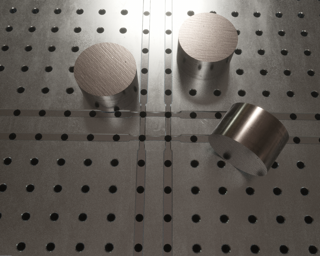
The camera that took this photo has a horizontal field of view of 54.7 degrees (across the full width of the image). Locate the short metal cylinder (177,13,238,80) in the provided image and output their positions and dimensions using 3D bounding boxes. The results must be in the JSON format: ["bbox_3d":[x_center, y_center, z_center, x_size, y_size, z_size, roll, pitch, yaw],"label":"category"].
[{"bbox_3d":[0.065,-0.115,0.441,0.081,0.050,0.080,0,70,0],"label":"short metal cylinder"}]

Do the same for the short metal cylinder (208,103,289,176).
[{"bbox_3d":[0.107,0.014,0.379,0.080,0.080,0.050,35,74,11],"label":"short metal cylinder"}]

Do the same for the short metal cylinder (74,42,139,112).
[{"bbox_3d":[-0.071,-0.068,0.423,0.081,0.050,0.080,0,70,0],"label":"short metal cylinder"}]
